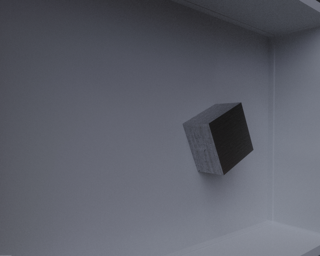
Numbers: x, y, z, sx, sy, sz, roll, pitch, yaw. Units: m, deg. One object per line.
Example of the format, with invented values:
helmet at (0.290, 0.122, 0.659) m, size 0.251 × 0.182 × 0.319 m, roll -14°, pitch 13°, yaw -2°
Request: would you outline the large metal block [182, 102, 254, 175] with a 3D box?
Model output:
large metal block at (0.090, 0.014, 0.468) m, size 0.081 × 0.050 × 0.080 m, roll -30°, pitch 109°, yaw -36°
